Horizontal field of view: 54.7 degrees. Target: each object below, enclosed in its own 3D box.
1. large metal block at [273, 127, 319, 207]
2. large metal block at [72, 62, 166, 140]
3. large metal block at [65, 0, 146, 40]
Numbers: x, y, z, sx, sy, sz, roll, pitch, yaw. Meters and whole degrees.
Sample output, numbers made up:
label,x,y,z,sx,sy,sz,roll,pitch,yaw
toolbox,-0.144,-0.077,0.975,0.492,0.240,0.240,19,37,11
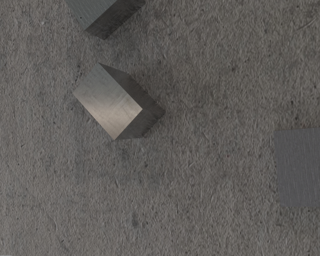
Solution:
label,x,y,z,sx,sy,sz,roll,pitch,yaw
large metal block,0.169,0.039,0.336,0.080,0.050,0.080,-6,88,20
large metal block,-0.049,-0.032,0.397,0.080,0.080,0.050,46,104,14
large metal block,-0.081,-0.183,0.424,0.080,0.050,0.080,-37,79,16
